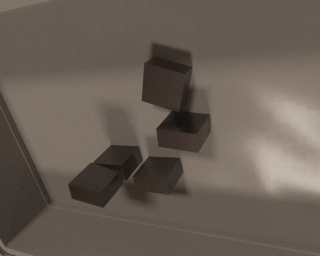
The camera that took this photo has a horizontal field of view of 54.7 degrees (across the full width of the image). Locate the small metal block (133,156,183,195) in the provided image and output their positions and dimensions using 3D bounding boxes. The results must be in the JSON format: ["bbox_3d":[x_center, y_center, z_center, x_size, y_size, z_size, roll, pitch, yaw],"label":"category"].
[{"bbox_3d":[-0.002,0.065,0.432,0.050,0.050,0.025,0,118,28],"label":"small metal block"}]

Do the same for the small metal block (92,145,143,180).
[{"bbox_3d":[-0.061,0.049,0.453,0.050,0.050,0.025,1,119,27],"label":"small metal block"}]

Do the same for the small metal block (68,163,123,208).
[{"bbox_3d":[-0.085,0.076,0.418,0.050,0.050,0.025,9,122,23],"label":"small metal block"}]

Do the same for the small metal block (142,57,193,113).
[{"bbox_3d":[0.008,-0.052,0.371,0.050,0.025,0.050,18,126,17],"label":"small metal block"}]

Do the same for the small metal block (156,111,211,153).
[{"bbox_3d":[0.030,0.003,0.377,0.050,0.050,0.025,7,122,24],"label":"small metal block"}]
